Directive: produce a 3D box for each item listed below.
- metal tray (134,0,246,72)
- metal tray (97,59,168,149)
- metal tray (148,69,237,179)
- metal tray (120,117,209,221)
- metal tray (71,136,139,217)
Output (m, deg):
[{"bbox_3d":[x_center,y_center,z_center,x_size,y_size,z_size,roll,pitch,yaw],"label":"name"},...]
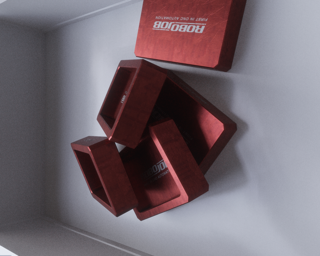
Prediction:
[{"bbox_3d":[0.031,-0.123,0.376,0.130,0.030,0.089,18,102,38],"label":"metal tray"},{"bbox_3d":[-0.040,-0.035,0.375,0.090,0.030,0.130,-67,20,4],"label":"metal tray"},{"bbox_3d":[0.019,-0.006,0.386,0.130,0.030,0.089,45,116,30],"label":"metal tray"},{"bbox_3d":[-0.008,0.055,0.372,0.090,0.030,0.129,62,144,10],"label":"metal tray"},{"bbox_3d":[-0.078,0.058,0.413,0.130,0.030,0.090,-2,110,65],"label":"metal tray"}]
